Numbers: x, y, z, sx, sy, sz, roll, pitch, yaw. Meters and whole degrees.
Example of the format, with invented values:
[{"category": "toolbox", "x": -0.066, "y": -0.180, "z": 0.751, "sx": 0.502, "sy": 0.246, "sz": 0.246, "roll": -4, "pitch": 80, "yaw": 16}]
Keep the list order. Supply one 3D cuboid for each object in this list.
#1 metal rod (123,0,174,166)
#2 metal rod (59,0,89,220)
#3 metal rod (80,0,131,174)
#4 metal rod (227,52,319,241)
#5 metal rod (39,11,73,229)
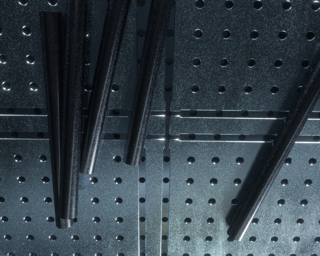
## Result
[{"category": "metal rod", "x": -0.009, "y": -0.091, "z": 0.379, "sx": 0.025, "sy": 0.025, "sz": 0.298, "roll": 11, "pitch": 110, "yaw": -4}, {"category": "metal rod", "x": -0.110, "y": -0.023, "z": 0.390, "sx": 0.025, "sy": 0.025, "sz": 0.298, "roll": 6, "pitch": 105, "yaw": -3}, {"category": "metal rod", "x": -0.066, "y": -0.077, "z": 0.384, "sx": 0.025, "sy": 0.025, "sz": 0.298, "roll": 14, "pitch": 109, "yaw": -6}, {"category": "metal rod", "x": 0.165, "y": 0.032, "z": 0.427, "sx": 0.025, "sy": 0.025, "sz": 0.298, "roll": 18, "pitch": 109, "yaw": -7}, {"category": "metal rod", "x": -0.135, "y": 0.004, "z": 0.412, "sx": 0.025, "sy": 0.025, "sz": 0.298, "roll": 3, "pitch": 110, "yaw": -2}]
